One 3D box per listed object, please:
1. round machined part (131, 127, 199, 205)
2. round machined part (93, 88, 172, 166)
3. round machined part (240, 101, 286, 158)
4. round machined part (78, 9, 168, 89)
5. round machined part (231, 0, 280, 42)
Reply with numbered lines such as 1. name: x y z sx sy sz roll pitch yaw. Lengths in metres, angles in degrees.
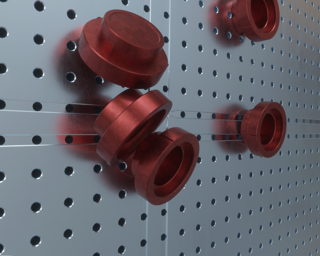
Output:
1. round machined part: 0.003 0.043 0.386 0.099 0.042 0.097 -33 138 -36
2. round machined part: -0.035 -0.007 0.347 0.042 0.097 0.099 43 57 9
3. round machined part: 0.179 0.001 0.547 0.099 0.042 0.097 -8 103 -40
4. round machined part: -0.035 -0.091 0.336 0.099 0.042 0.098 19 41 -17
5. round machined part: 0.162 -0.197 0.535 0.099 0.042 0.097 -1 91 -39
